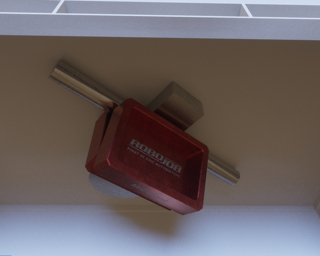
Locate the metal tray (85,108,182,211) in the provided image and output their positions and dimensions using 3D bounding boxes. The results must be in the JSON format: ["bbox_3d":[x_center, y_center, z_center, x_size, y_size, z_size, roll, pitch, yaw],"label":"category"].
[{"bbox_3d":[-0.025,0.040,0.399,0.131,0.090,0.030,32,123,-25],"label":"metal tray"}]

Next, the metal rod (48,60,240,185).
[{"bbox_3d":[-0.003,0.005,0.413,0.301,0.025,0.025,32,123,-25],"label":"metal rod"}]

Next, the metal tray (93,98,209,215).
[{"bbox_3d":[-0.003,0.035,0.361,0.131,0.090,0.030,32,140,-25],"label":"metal tray"}]

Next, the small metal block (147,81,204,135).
[{"bbox_3d":[0.018,-0.022,0.389,0.050,0.025,0.050,33,122,-26],"label":"small metal block"}]

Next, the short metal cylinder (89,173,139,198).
[{"bbox_3d":[-0.052,0.055,0.429,0.080,0.050,0.080,4,137,4],"label":"short metal cylinder"}]
